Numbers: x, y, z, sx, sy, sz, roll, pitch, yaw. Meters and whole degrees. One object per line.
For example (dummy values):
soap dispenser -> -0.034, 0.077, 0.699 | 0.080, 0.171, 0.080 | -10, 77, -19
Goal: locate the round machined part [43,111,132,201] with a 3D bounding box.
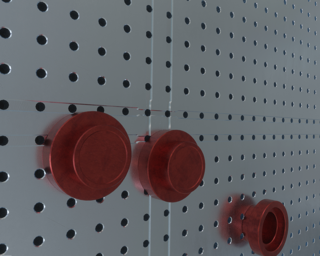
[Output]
round machined part -> -0.071, 0.030, 0.338 | 0.099, 0.042, 0.097 | 0, 90, -40

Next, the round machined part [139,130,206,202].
round machined part -> 0.023, 0.051, 0.416 | 0.099, 0.042, 0.097 | 0, 90, -40

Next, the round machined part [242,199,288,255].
round machined part -> 0.184, 0.175, 0.551 | 0.099, 0.042, 0.097 | 0, 90, -40
